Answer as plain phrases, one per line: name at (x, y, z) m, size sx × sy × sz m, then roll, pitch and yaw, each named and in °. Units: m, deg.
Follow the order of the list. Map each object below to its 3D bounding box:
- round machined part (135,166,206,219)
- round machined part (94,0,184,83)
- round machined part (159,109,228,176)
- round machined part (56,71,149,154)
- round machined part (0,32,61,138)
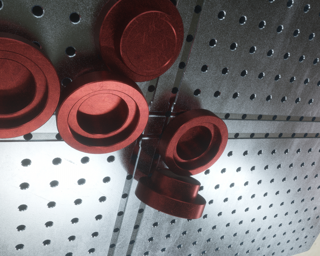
round machined part at (0.018, 0.085, 0.432) m, size 0.099 × 0.098 × 0.042 m, roll 17°, pitch 93°, yaw -35°
round machined part at (-0.017, -0.095, 0.334) m, size 0.099 × 0.042 × 0.097 m, roll -14°, pitch 124°, yaw -21°
round machined part at (0.043, 0.016, 0.436) m, size 0.099 × 0.042 × 0.097 m, roll -14°, pitch 124°, yaw -21°
round machined part at (-0.065, -0.021, 0.346) m, size 0.099 × 0.042 × 0.097 m, roll -12°, pitch 131°, yaw -14°
round machined part at (-0.149, -0.042, 0.293) m, size 0.099 × 0.042 × 0.097 m, roll -14°, pitch 124°, yaw -21°
